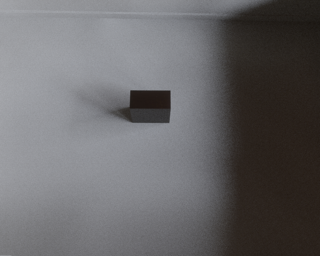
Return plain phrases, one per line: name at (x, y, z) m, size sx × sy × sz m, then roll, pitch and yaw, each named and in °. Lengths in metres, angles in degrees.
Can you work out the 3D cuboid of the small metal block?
small metal block at (-0.012, -0.027, 0.406) m, size 0.050 × 0.050 × 0.025 m, roll 0°, pitch 70°, yaw 0°
